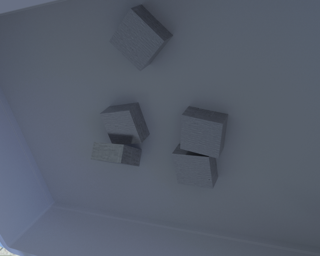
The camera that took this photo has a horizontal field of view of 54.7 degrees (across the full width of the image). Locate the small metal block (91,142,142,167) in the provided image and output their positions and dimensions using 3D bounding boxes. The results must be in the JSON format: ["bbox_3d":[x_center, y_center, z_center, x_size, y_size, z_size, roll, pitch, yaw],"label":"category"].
[{"bbox_3d":[-0.062,0.038,0.446,0.050,0.050,0.025,4,80,26],"label":"small metal block"}]

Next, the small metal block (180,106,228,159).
[{"bbox_3d":[0.054,0.005,0.383,0.050,0.025,0.050,14,124,20],"label":"small metal block"}]

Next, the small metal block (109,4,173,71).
[{"bbox_3d":[-0.022,-0.103,0.357,0.050,0.025,0.050,44,129,-3],"label":"small metal block"}]

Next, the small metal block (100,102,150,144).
[{"bbox_3d":[-0.049,-0.005,0.431,0.050,0.025,0.050,-5,116,30],"label":"small metal block"}]

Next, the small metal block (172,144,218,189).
[{"bbox_3d":[0.048,0.051,0.415,0.050,0.025,0.050,3,120,26],"label":"small metal block"}]
